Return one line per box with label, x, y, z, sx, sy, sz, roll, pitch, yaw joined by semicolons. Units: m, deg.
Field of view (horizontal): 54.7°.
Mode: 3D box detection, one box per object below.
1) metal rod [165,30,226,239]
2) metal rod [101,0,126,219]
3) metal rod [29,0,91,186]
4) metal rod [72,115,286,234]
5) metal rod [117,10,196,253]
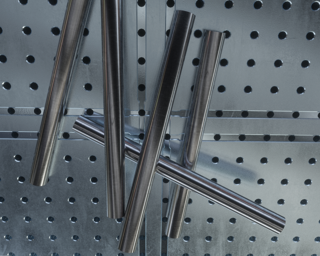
metal rod;0.043;0.022;0.422;0.025;0.025;0.298;8;110;-4
metal rod;-0.056;-0.035;0.373;0.025;0.025;0.298;0;100;-1
metal rod;-0.125;-0.058;0.390;0.025;0.025;0.298;17;109;-7
metal rod;0.025;0.061;0.410;0.301;0.025;0.025;27;108;0
metal rod;-0.006;0.009;0.380;0.025;0.025;0.298;14;96;-5
